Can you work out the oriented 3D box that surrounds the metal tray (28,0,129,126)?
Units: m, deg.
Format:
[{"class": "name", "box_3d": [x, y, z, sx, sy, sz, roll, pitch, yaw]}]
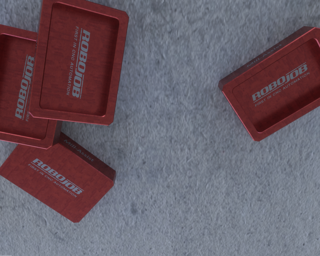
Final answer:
[{"class": "metal tray", "box_3d": [-0.091, -0.072, 0.345, 0.091, 0.030, 0.129, 7, 95, -26]}]

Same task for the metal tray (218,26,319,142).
[{"class": "metal tray", "box_3d": [0.152, -0.053, 0.389, 0.130, 0.030, 0.090, -33, 107, 11]}]

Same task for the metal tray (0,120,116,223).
[{"class": "metal tray", "box_3d": [-0.139, 0.062, 0.428, 0.130, 0.030, 0.090, 39, 105, -14]}]

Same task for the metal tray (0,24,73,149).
[{"class": "metal tray", "box_3d": [-0.158, -0.047, 0.368, 0.091, 0.030, 0.129, 12, 93, -5]}]
